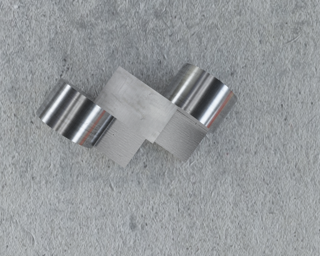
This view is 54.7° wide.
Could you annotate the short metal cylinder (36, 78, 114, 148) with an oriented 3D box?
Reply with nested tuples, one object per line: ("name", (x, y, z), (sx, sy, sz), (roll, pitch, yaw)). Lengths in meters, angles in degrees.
("short metal cylinder", (-0.102, -0.018, 0.383), (0.080, 0.080, 0.050), (35, 90, 0))

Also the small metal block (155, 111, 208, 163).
("small metal block", (0.027, 0.011, 0.412), (0.050, 0.025, 0.050), (35, 90, 0))

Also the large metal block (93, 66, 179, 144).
("large metal block", (-0.027, -0.026, 0.384), (0.080, 0.080, 0.050), (35, 90, -1))

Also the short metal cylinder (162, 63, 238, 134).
("short metal cylinder", (0.048, -0.036, 0.384), (0.080, 0.080, 0.050), (35, 90, 0))

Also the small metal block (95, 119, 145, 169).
("small metal block", (-0.052, 0.017, 0.411), (0.050, 0.025, 0.050), (35, 90, 0))
